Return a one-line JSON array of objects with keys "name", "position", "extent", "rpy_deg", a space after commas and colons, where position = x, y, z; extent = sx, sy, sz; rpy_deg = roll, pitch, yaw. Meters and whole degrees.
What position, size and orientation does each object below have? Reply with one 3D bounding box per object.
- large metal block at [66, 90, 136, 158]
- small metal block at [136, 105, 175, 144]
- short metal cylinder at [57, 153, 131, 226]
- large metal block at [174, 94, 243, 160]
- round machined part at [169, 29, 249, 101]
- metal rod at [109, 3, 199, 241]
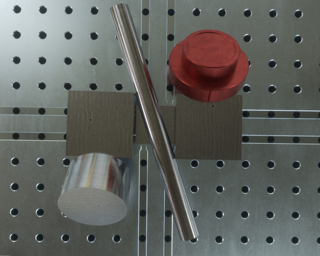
[{"name": "large metal block", "position": [-0.073, -0.005, 0.401], "extent": [0.081, 0.050, 0.079], "rpy_deg": [2, 90, 0]}, {"name": "small metal block", "position": [-0.006, -0.004, 0.414], "extent": [0.050, 0.025, 0.050], "rpy_deg": [1, 90, 0]}, {"name": "short metal cylinder", "position": [-0.078, 0.076, 0.379], "extent": [0.080, 0.050, 0.079], "rpy_deg": [1, 133, 1]}, {"name": "large metal block", "position": [0.060, -0.001, 0.402], "extent": [0.081, 0.050, 0.079], "rpy_deg": [1, 90, 0]}, {"name": "round machined part", "position": [0.060, -0.083, 0.381], "extent": [0.099, 0.042, 0.098], "rpy_deg": [1, 55, -1]}, {"name": "metal rod", "position": [-0.007, -0.007, 0.387], "extent": [0.025, 0.025, 0.298], "rpy_deg": [-17, 90, 0]}]
